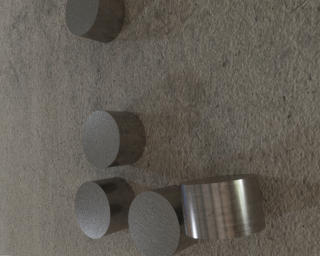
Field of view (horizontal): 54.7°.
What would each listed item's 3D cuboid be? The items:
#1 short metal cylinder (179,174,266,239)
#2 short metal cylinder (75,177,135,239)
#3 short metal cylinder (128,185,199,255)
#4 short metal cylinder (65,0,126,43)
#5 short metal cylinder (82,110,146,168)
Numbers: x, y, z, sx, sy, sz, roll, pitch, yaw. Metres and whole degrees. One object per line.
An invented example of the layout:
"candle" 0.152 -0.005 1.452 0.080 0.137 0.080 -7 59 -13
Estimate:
"short metal cylinder" 0.063 0.077 0.317 0.080 0.081 0.050 -12 82 39
"short metal cylinder" -0.080 0.115 0.455 0.080 0.050 0.080 0 90 40
"short metal cylinder" 0.007 0.114 0.383 0.080 0.050 0.080 0 90 40
"short metal cylinder" -0.099 -0.175 0.470 0.080 0.050 0.080 0 90 40
"short metal cylinder" -0.067 0.015 0.444 0.080 0.050 0.080 0 90 40
